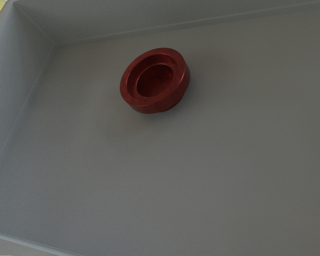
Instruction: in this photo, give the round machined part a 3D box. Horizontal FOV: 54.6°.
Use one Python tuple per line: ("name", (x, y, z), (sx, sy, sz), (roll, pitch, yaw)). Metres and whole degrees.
("round machined part", (-0.003, -0.061, 0.435), (0.098, 0.042, 0.098), (-13, 56, 21))
